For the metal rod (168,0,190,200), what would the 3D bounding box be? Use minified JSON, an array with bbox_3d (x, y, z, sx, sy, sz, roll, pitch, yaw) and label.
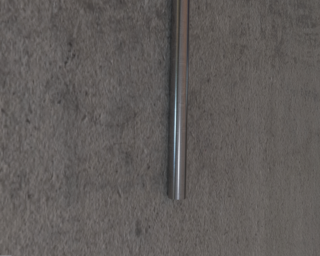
[{"bbox_3d":[0.026,-0.053,0.428,0.025,0.025,0.298,2,89,-40],"label":"metal rod"}]
